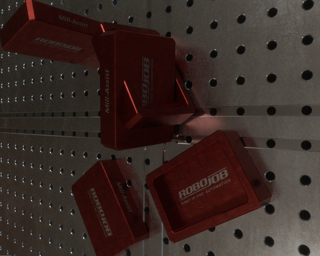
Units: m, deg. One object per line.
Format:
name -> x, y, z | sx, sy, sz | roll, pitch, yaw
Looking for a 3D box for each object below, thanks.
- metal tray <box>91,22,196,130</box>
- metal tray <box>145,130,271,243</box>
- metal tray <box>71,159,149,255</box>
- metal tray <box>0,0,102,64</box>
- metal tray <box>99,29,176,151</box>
metal tray -> -0.020, -0.065, 0.379 | 0.030, 0.091, 0.130 | -41, 65, 43
metal tray -> 0.049, 0.070, 0.364 | 0.130, 0.030, 0.090 | -36, 68, 33
metal tray -> -0.080, 0.124, 0.470 | 0.090, 0.030, 0.130 | -42, 65, 31
metal tray -> -0.155, -0.138, 0.466 | 0.090, 0.131, 0.030 | -22, 76, 37
metal tray -> -0.025, -0.044, 0.368 | 0.030, 0.091, 0.129 | 10, 102, 46
